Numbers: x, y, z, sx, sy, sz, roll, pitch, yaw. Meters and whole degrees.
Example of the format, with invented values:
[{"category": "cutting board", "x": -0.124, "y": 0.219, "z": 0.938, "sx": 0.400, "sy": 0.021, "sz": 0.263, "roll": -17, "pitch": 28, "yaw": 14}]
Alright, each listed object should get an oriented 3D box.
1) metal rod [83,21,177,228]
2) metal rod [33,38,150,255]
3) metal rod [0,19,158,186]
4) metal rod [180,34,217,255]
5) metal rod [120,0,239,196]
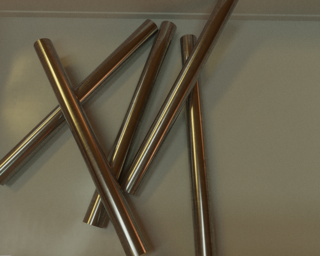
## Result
[{"category": "metal rod", "x": -0.033, "y": -0.019, "z": 0.415, "sx": 0.025, "sy": 0.025, "sz": 0.299, "roll": 17, "pitch": 71, "yaw": 6}, {"category": "metal rod", "x": -0.091, "y": 0.012, "z": 0.376, "sx": 0.025, "sy": 0.025, "sz": 0.299, "roll": -26, "pitch": 72, "yaw": -9}, {"category": "metal rod", "x": -0.108, "y": -0.045, "z": 0.425, "sx": 0.025, "sy": 0.025, "sz": 0.301, "roll": 38, "pitch": 74, "yaw": 12}, {"category": "metal rod", "x": 0.047, "y": 0.010, "z": 0.406, "sx": 0.025, "sy": 0.025, "sz": 0.299, "roll": -2, "pitch": 70, "yaw": -1}, {"category": "metal rod", "x": 0.029, "y": -0.053, "z": 0.405, "sx": 0.025, "sy": 0.025, "sz": 0.299, "roll": 26, "pitch": 81, "yaw": 9}]
